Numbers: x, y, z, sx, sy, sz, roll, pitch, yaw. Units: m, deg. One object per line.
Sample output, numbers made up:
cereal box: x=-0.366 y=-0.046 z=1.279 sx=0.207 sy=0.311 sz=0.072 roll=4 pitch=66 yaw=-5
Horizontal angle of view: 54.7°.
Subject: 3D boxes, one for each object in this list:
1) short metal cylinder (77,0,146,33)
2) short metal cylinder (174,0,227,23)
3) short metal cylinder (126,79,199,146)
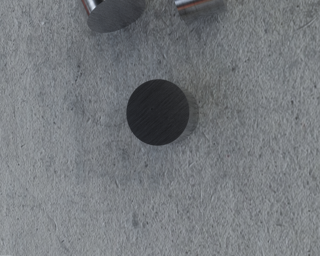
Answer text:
short metal cylinder: x=-0.065 y=-0.169 z=0.403 sx=0.080 sy=0.080 sz=0.050 roll=-27 pitch=81 yaw=18
short metal cylinder: x=0.045 y=-0.171 z=0.364 sx=0.050 sy=0.080 sz=0.080 roll=-10 pitch=87 yaw=20
short metal cylinder: x=0.005 y=-0.019 z=0.394 sx=0.080 sy=0.050 sz=0.080 roll=0 pitch=90 yaw=20
